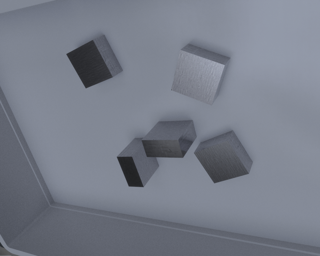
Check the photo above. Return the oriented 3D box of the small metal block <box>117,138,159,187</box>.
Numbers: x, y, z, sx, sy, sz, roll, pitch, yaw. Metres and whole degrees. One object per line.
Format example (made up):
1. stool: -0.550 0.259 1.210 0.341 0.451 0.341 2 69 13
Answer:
1. small metal block: -0.030 0.048 0.438 0.025 0.050 0.050 -4 117 30

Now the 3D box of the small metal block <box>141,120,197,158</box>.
1. small metal block: 0.013 0.013 0.394 0.050 0.050 0.025 -2 118 29

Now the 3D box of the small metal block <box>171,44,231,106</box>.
1. small metal block: 0.045 -0.060 0.348 0.050 0.025 0.050 23 127 14

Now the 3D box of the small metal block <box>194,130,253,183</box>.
1. small metal block: 0.080 0.037 0.390 0.050 0.025 0.050 -25 105 37

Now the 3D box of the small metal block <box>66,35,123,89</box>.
1. small metal block: -0.084 -0.085 0.401 0.050 0.025 0.050 -15 111 34
